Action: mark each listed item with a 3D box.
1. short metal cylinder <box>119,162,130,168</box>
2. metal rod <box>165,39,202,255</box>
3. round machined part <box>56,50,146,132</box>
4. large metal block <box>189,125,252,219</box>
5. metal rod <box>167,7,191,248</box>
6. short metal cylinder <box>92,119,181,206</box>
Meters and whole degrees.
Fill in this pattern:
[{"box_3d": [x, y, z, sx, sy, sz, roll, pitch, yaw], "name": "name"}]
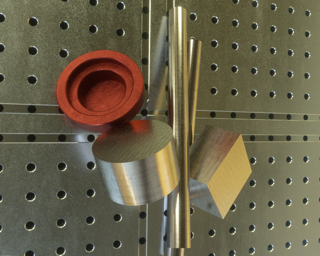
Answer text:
[{"box_3d": [-0.022, 0.034, 0.391, 0.081, 0.050, 0.080, 0, 90, -20], "name": "short metal cylinder"}, {"box_3d": [0.032, 0.030, 0.424, 0.025, 0.025, 0.298, 6, 88, -20], "name": "metal rod"}, {"box_3d": [-0.066, -0.039, 0.363, 0.099, 0.042, 0.098, -1, 66, 4], "name": "round machined part"}, {"box_3d": [0.071, 0.056, 0.400, 0.080, 0.050, 0.080, -50, 135, -25], "name": "large metal block"}, {"box_3d": [0.022, -0.015, 0.375, 0.025, 0.025, 0.299, 8, 70, -20], "name": "metal rod"}, {"box_3d": [-0.023, 0.032, 0.315, 0.081, 0.080, 0.050, -22, 120, -19], "name": "short metal cylinder"}]
